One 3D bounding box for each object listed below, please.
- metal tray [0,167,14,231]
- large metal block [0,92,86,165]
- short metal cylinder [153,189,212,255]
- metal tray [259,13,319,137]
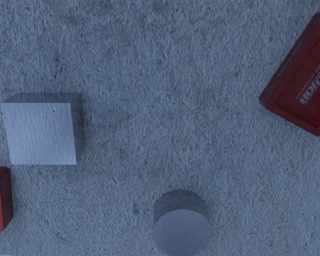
[{"bbox_3d":[-0.283,0.096,0.439,0.131,0.030,0.089,5,110,-2],"label":"metal tray"},{"bbox_3d":[-0.144,0.000,0.395,0.081,0.050,0.079,0,110,0],"label":"large metal block"},{"bbox_3d":[0.030,0.136,0.447,0.081,0.050,0.079,0,110,0],"label":"short metal cylinder"},{"bbox_3d":[0.198,-0.064,0.385,0.090,0.030,0.129,27,108,-10],"label":"metal tray"}]
